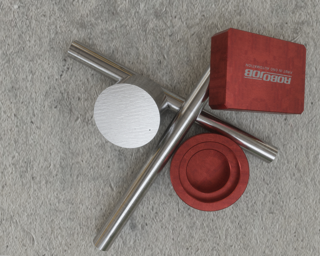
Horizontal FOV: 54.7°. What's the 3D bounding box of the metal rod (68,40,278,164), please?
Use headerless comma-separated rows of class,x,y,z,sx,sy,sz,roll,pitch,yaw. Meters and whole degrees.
metal rod,0.017,-0.034,0.412,0.301,0.025,0.025,28,90,0

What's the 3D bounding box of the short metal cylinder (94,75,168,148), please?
short metal cylinder,-0.034,-0.022,0.385,0.080,0.050,0.079,4,111,11

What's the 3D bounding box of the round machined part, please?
round machined part,0.062,0.055,0.403,0.099,0.042,0.097,0,90,0

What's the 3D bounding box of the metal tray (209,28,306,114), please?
metal tray,0.123,-0.064,0.381,0.131,0.030,0.089,2,90,-28

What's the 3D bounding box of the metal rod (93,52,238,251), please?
metal rod,0.004,0.030,0.394,0.025,0.025,0.299,33,96,0
